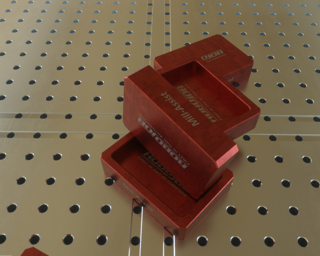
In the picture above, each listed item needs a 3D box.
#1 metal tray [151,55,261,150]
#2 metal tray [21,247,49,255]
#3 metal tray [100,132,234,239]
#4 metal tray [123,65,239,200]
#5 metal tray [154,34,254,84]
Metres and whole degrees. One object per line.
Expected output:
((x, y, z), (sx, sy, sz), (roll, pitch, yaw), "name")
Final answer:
((0.049, -0.034, 0.393), (0.091, 0.030, 0.130), (-26, 55, -21), "metal tray")
((-0.085, 0.171, 0.258), (0.130, 0.030, 0.090), (21, 53, 16), "metal tray")
((0.006, 0.051, 0.361), (0.130, 0.030, 0.090), (36, 58, 26), "metal tray")
((0.013, 0.006, 0.330), (0.030, 0.090, 0.130), (-35, 68, -26), "metal tray")
((0.067, -0.095, 0.485), (0.131, 0.030, 0.090), (-25, 55, -20), "metal tray")
